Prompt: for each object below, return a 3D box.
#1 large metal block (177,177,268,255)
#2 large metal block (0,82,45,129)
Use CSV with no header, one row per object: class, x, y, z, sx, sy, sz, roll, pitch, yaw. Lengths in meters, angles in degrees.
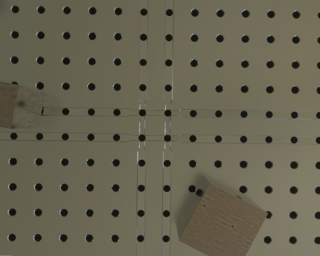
large metal block,0.078,0.121,0.402,0.080,0.050,0.080,28,90,-1
large metal block,-0.201,-0.031,0.383,0.080,0.080,0.050,10,90,-1
